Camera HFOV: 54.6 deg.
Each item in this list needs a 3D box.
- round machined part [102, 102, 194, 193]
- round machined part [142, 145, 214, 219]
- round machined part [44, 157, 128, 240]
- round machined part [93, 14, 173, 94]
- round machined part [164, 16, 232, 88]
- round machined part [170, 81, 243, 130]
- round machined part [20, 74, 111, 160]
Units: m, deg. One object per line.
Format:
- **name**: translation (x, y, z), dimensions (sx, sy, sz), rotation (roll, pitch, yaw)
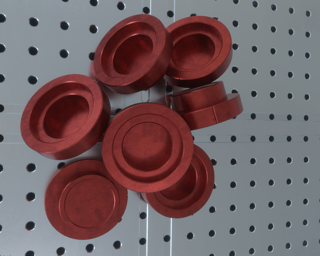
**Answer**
- **round machined part**: translation (-0.015, 0.019, 0.350), dimensions (0.099, 0.042, 0.097), rotation (-1, 98, -8)
- **round machined part**: translation (0.019, 0.065, 0.410), dimensions (0.099, 0.042, 0.097), rotation (0, 90, -20)
- **round machined part**: translation (-0.086, 0.086, 0.372), dimensions (0.099, 0.042, 0.097), rotation (0, 90, -20)
- **round machined part**: translation (-0.028, -0.084, 0.374), dimensions (0.042, 0.098, 0.098), rotation (39, 74, -54)
- **round machined part**: translation (0.044, -0.093, 0.401), dimensions (0.098, 0.042, 0.098), rotation (-6, 64, 14)
- **round machined part**: translation (0.051, -0.030, 0.391), dimensions (0.099, 0.098, 0.042), rotation (-20, 100, -19)
- **round machined part**: translation (-0.100, -0.009, 0.348), dimensions (0.098, 0.098, 0.042), rotation (-51, 150, -13)
